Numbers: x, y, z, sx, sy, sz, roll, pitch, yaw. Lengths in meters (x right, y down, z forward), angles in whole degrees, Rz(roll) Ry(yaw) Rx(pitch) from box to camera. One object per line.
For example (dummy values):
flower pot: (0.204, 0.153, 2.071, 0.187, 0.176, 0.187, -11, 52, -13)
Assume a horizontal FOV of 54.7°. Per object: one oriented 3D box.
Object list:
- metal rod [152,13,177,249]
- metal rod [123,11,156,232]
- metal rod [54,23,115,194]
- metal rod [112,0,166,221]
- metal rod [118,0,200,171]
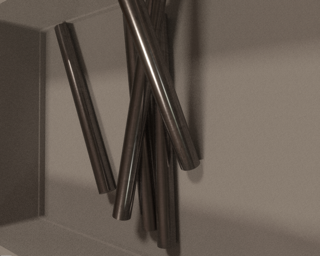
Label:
metal rod: (0.003, 0.002, 0.402, 0.025, 0.025, 0.298, -4, 88, 39)
metal rod: (-0.026, -0.013, 0.426, 0.025, 0.025, 0.298, -9, 84, 39)
metal rod: (-0.127, -0.040, 0.508, 0.025, 0.025, 0.299, -30, 72, 36)
metal rod: (-0.026, -0.028, 0.392, 0.025, 0.025, 0.298, 16, 100, 38)
metal rod: (-0.013, -0.086, 0.327, 0.025, 0.025, 0.298, -3, 116, 40)
